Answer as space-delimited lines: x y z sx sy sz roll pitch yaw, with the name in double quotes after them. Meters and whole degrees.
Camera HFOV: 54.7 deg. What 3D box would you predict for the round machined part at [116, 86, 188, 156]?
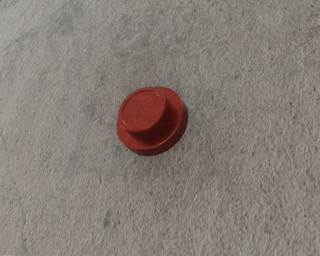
-0.016 -0.015 0.410 0.098 0.042 0.098 -13 56 20 "round machined part"
